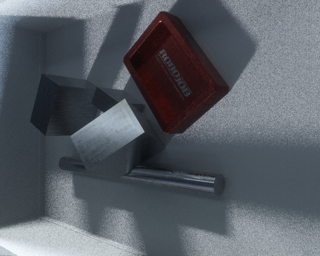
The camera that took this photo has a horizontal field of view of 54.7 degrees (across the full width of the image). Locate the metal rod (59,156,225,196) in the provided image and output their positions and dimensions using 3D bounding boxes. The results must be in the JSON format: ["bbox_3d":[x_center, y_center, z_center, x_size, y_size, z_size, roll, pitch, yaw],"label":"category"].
[{"bbox_3d":[-0.049,0.063,0.444,0.300,0.025,0.025,1,91,39],"label":"metal rod"}]

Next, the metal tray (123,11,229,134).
[{"bbox_3d":[0.014,-0.068,0.389,0.090,0.030,0.130,-44,64,31],"label":"metal tray"}]

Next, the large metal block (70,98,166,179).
[{"bbox_3d":[-0.050,0.018,0.392,0.080,0.080,0.050,-34,67,6],"label":"large metal block"}]

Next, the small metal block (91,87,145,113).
[{"bbox_3d":[-0.059,-0.034,0.437,0.050,0.050,0.025,35,112,34],"label":"small metal block"}]

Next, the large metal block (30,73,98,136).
[{"bbox_3d":[-0.146,-0.035,0.489,0.050,0.081,0.079,32,110,35],"label":"large metal block"}]
